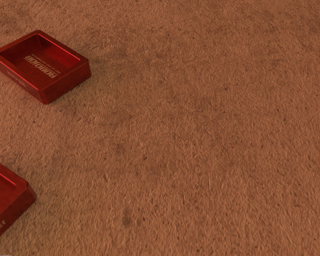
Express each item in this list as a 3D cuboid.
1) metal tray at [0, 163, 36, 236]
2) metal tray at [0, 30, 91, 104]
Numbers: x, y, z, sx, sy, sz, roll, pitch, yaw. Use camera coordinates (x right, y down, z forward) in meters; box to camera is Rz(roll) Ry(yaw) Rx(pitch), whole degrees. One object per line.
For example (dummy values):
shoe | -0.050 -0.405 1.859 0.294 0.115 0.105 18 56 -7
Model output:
metal tray | -0.210 0.092 0.320 0.090 0.030 0.131 27 55 20
metal tray | -0.183 -0.099 0.481 0.130 0.030 0.090 33 57 24
